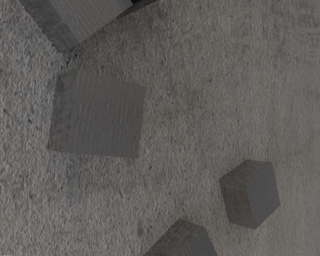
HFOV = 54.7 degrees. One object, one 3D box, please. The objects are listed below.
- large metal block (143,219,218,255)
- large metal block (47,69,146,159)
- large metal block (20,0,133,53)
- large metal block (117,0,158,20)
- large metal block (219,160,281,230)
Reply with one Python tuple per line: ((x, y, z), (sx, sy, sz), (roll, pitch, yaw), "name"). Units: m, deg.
((0.031, 0.184, 0.415), (0.080, 0.050, 0.080), (-37, 113, -34), "large metal block")
((-0.067, -0.012, 0.332), (0.081, 0.050, 0.080), (10, 84, -40), "large metal block")
((-0.089, -0.136, 0.314), (0.080, 0.050, 0.080), (-49, 119, -29), "large metal block")
((-0.011, -0.175, 0.359), (0.080, 0.080, 0.050), (-41, 115, -32), "large metal block")
((0.150, 0.107, 0.515), (0.081, 0.050, 0.080), (-25, 106, -37), "large metal block")
